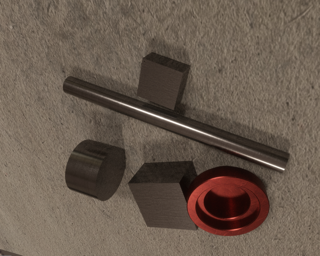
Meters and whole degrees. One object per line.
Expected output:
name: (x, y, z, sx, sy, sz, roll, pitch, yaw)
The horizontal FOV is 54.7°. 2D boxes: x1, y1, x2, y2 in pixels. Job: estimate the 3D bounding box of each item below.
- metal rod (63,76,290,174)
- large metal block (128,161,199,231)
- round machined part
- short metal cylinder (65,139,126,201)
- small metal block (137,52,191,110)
metal rod: (0.008, -0.010, 0.394, 0.301, 0.025, 0.025, 20, 126, 15)
large metal block: (0.013, 0.095, 0.442, 0.080, 0.050, 0.080, -7, 115, 31)
round machined part: (0.084, 0.087, 0.393, 0.099, 0.042, 0.097, 3, 120, 6)
short metal cylinder: (-0.093, 0.061, 0.456, 0.050, 0.080, 0.079, 14, 124, 20)
small metal block: (0.004, -0.056, 0.369, 0.050, 0.025, 0.050, 23, 127, 14)
